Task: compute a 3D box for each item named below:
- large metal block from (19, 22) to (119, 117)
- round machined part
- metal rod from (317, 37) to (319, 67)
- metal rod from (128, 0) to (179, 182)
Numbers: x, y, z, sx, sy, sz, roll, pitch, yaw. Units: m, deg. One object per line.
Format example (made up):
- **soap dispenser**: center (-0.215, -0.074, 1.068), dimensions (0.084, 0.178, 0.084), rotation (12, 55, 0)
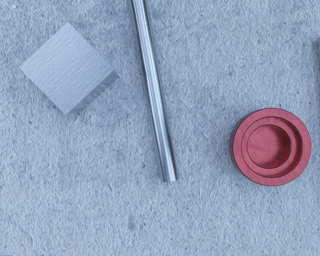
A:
- **large metal block**: center (-0.112, -0.071, 0.396), dimensions (0.080, 0.050, 0.080), rotation (-44, 91, 0)
- **round machined part**: center (0.138, 0.023, 0.403), dimensions (0.099, 0.042, 0.097), rotation (0, 90, -1)
- **metal rod**: center (0.239, 0.026, 0.413), dimensions (0.025, 0.025, 0.298), rotation (-6, 90, -1)
- **metal rod**: center (-0.013, -0.078, 0.409), dimensions (0.025, 0.025, 0.298), rotation (-10, 90, 0)
